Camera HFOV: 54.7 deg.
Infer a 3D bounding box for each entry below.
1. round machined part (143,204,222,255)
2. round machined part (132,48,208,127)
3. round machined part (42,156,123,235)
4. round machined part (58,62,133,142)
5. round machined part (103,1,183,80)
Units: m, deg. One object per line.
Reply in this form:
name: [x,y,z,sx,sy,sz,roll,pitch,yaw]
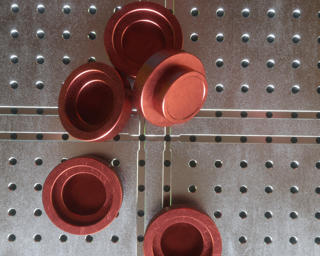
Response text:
round machined part: [0.028,0.147,0.405,0.099,0.042,0.097,0,90,-1]
round machined part: [0.019,-0.044,0.377,0.098,0.098,0.042,-51,48,0]
round machined part: [-0.097,0.084,0.404,0.099,0.042,0.097,0,90,-1]
round machined part: [-0.076,-0.031,0.392,0.098,0.042,0.097,-3,82,24]
round machined part: [-0.021,-0.109,0.402,0.099,0.042,0.097,0,87,-3]
